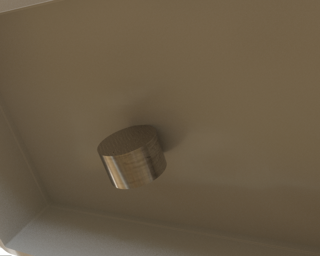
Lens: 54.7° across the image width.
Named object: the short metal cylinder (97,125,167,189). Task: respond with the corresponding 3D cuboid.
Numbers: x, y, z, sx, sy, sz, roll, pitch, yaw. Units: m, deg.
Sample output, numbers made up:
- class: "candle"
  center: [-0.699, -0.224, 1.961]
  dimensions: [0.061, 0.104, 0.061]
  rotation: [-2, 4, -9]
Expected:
- class: "short metal cylinder"
  center: [-0.036, 0.037, 0.414]
  dimensions: [0.080, 0.080, 0.050]
  rotation: [-4, 117, 30]
